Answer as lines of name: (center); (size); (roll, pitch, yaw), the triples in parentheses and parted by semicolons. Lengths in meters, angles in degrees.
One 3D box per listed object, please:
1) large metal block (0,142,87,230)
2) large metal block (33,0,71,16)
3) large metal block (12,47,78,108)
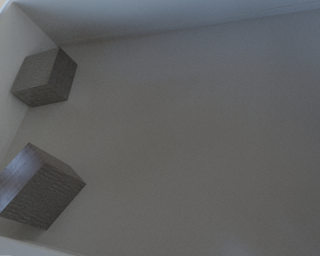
large metal block: (-0.160, 0.078, 0.407); (0.050, 0.080, 0.080); (34, 81, 38)
large metal block: (-0.252, -0.321, 0.722); (0.080, 0.050, 0.080); (-31, 52, 8)
large metal block: (-0.203, -0.089, 0.551); (0.080, 0.050, 0.080); (-8, 58, 24)
